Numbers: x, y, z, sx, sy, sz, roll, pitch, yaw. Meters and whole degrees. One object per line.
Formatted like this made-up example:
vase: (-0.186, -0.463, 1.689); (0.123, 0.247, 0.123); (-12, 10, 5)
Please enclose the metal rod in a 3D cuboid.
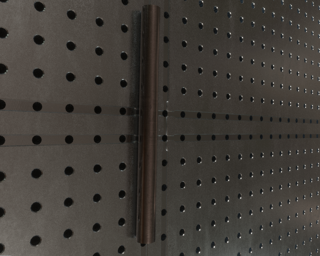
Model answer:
metal rod: (-0.015, -0.006, 0.398); (0.025, 0.025, 0.298); (2, 89, -40)
